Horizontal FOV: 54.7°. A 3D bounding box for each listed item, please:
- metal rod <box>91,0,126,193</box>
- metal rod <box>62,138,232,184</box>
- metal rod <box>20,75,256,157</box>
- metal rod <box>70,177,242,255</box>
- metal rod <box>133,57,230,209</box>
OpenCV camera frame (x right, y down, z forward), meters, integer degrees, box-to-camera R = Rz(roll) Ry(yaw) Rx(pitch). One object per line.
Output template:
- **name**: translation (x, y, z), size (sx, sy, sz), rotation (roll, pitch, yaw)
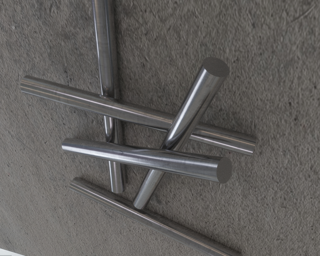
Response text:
- **metal rod**: translation (-0.066, -0.029, 0.423), size (0.025, 0.025, 0.298), rotation (14, 124, 20)
- **metal rod**: translation (-0.044, 0.034, 0.396), size (0.300, 0.025, 0.025), rotation (3, 122, 46)
- **metal rod**: translation (-0.034, -0.018, 0.387), size (0.301, 0.025, 0.025), rotation (16, 125, 9)
- **metal rod**: translation (-0.016, 0.150, 0.507), size (0.301, 0.025, 0.025), rotation (21, 126, 15)
- **metal rod**: translation (0.009, 0.033, 0.383), size (0.025, 0.025, 0.298), rotation (33, 141, 6)
